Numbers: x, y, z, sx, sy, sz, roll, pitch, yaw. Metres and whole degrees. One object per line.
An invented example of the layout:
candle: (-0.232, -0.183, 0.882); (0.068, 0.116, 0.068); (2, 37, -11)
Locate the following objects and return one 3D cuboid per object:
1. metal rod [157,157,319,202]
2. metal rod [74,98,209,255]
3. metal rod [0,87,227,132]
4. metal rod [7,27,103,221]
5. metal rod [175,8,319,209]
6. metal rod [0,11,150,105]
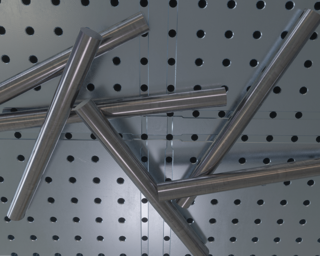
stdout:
metal rod: (0.146, 0.063, 0.420); (0.302, 0.025, 0.025); (-8, 110, -4)
metal rod: (-0.014, 0.084, 0.429); (0.025, 0.025, 0.300); (-31, 113, 11)
metal rod: (-0.066, -0.023, 0.404); (0.301, 0.025, 0.025); (-7, 110, 2)
metal rod: (-0.143, 0.014, 0.393); (0.025, 0.025, 0.298); (27, 117, -10)
metal rod: (0.106, -0.013, 0.409); (0.025, 0.025, 0.299); (28, 108, -10)
metal rod: (-0.153, -0.066, 0.387); (0.301, 0.025, 0.025); (-24, 109, 8)
